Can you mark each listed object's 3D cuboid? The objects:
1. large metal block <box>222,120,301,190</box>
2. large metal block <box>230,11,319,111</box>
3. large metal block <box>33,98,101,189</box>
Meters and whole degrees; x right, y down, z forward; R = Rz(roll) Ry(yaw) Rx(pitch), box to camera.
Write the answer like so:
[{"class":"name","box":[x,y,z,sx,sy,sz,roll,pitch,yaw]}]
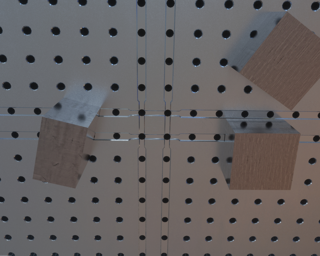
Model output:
[{"class":"large metal block","box":[0.131,0.035,0.415,0.081,0.050,0.079,0,110,-1]},{"class":"large metal block","box":[0.146,-0.081,0.372,0.080,0.050,0.080,33,107,-12]},{"class":"large metal block","box":[-0.114,0.016,0.388,0.050,0.080,0.079,14,109,-6]}]
